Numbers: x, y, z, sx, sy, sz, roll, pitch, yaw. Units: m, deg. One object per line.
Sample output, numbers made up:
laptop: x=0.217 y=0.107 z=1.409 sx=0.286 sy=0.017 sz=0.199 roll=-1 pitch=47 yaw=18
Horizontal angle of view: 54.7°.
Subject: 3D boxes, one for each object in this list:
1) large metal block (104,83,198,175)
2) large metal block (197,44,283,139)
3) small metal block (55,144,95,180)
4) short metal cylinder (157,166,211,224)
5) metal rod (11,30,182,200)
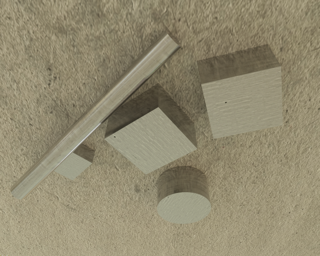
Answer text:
large metal block: x=-0.010 y=0.003 z=0.394 sx=0.080 sy=0.050 sz=0.080 roll=-29 pitch=125 yaw=22
large metal block: x=0.092 y=-0.040 z=0.358 sx=0.080 sy=0.050 sz=0.080 roll=-12 pitch=129 yaw=10
small metal block: x=-0.130 y=0.042 z=0.442 sx=0.050 sy=0.025 sz=0.050 roll=35 pitch=122 yaw=-26
short metal cylinder: x=0.036 y=0.104 z=0.480 sx=0.081 sy=0.050 sz=0.079 roll=0 pitch=130 yaw=0
metal rod: x=-0.091 y=-0.003 z=0.380 sx=0.299 sy=0.025 sz=0.025 roll=-41 pitch=120 yaw=21
